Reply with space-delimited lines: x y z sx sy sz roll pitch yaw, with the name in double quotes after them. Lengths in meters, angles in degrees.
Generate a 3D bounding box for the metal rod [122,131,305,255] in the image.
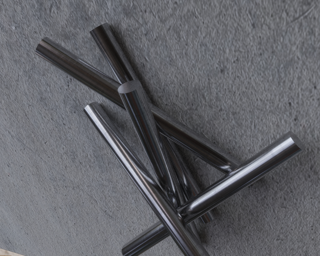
0.047 0.101 0.395 0.025 0.025 0.299 45 120 -3 "metal rod"

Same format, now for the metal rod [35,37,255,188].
-0.012 -0.016 0.375 0.301 0.025 0.025 32 129 -4 "metal rod"

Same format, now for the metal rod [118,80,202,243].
0.012 0.071 0.407 0.025 0.025 0.299 1 130 28 "metal rod"

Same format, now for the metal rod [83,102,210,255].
-0.010 0.084 0.399 0.300 0.025 0.025 52 131 17 "metal rod"

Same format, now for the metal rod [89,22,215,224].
-0.003 0.005 0.411 0.025 0.025 0.299 -19 109 35 "metal rod"
